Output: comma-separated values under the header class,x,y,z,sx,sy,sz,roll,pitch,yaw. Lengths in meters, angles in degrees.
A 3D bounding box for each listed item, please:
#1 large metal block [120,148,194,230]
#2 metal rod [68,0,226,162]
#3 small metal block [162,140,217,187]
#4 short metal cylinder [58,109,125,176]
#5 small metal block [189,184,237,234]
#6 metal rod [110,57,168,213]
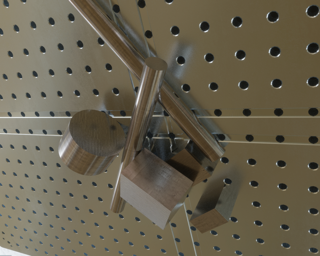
class,x,y,z,sx,sy,sz,roll,pitch,yaw
large metal block,-0.008,0.086,0.431,0.080,0.050,0.080,34,148,15
metal rod,-0.026,-0.076,0.377,0.300,0.025,0.025,48,129,-6
small metal block,0.039,0.050,0.422,0.050,0.025,0.050,46,129,-4
short metal cylinder,-0.096,0.020,0.439,0.080,0.080,0.050,40,129,1
small metal block,0.074,0.110,0.425,0.025,0.050,0.050,46,129,-4
metal rod,-0.039,0.034,0.432,0.025,0.025,0.298,28,134,10
